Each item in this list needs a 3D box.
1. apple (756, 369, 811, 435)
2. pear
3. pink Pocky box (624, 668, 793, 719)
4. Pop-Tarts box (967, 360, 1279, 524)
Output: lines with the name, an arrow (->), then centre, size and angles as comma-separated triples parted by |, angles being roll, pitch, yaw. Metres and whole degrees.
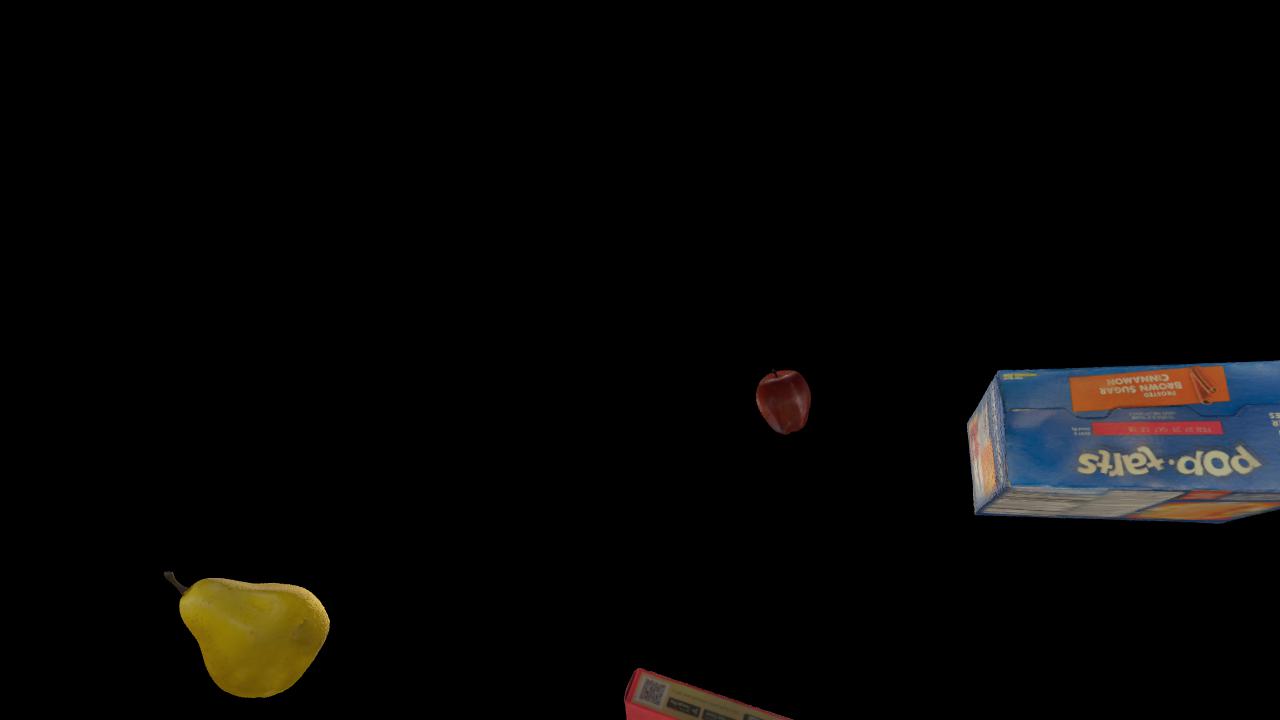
apple -> 0.206, 0.057, 0.883 | 0.079, 0.093, 0.079 | -16, 2, 1
pear -> -0.276, 0.180, 0.421 | 0.111, 0.080, 0.080 | 39, -12, -16
pink Pocky box -> 0.066, 0.266, 0.418 | 0.155, 0.084, 0.029 | 10, 36, 18
Pop-Tarts box -> 0.333, 0.063, 0.431 | 0.167, 0.083, 0.141 | -3, -21, 19
